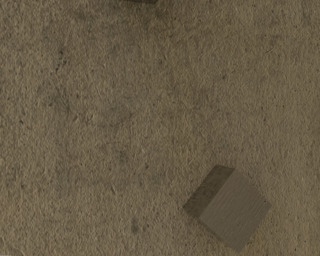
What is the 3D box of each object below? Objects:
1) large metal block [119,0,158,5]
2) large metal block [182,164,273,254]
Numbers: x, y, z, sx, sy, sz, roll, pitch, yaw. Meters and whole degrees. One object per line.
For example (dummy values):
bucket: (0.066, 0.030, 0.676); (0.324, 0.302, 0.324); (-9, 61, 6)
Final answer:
large metal block: (-0.018, -0.206, 0.373); (0.050, 0.080, 0.080); (-1, 91, -20)
large metal block: (0.093, 0.109, 0.430); (0.080, 0.050, 0.080); (44, 76, -15)
